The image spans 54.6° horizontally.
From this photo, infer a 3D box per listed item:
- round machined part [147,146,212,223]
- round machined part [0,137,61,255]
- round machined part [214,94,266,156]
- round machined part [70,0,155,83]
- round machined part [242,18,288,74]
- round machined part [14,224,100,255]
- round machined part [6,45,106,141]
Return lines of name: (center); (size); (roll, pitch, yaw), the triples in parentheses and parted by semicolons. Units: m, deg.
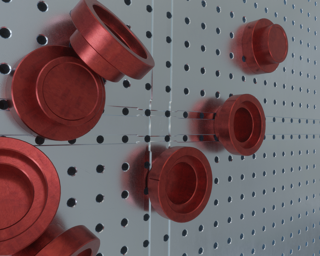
round machined part: (0.022, 0.073, 0.416); (0.099, 0.042, 0.097); (0, 90, -40)
round machined part: (-0.139, 0.060, 0.265); (0.099, 0.042, 0.098); (12, 62, -22)
round machined part: (0.125, -0.005, 0.502); (0.099, 0.042, 0.097); (0, 90, -40)
round machined part: (-0.055, -0.087, 0.328); (0.042, 0.098, 0.098); (-42, 126, 18)
round machined part: (0.195, -0.149, 0.560); (0.099, 0.042, 0.097); (0, 90, -40)
round machined part: (-0.106, 0.129, 0.287); (0.098, 0.042, 0.098); (-48, 161, -21)
round machined part: (-0.098, -0.035, 0.315); (0.099, 0.042, 0.097); (0, 90, -40)
